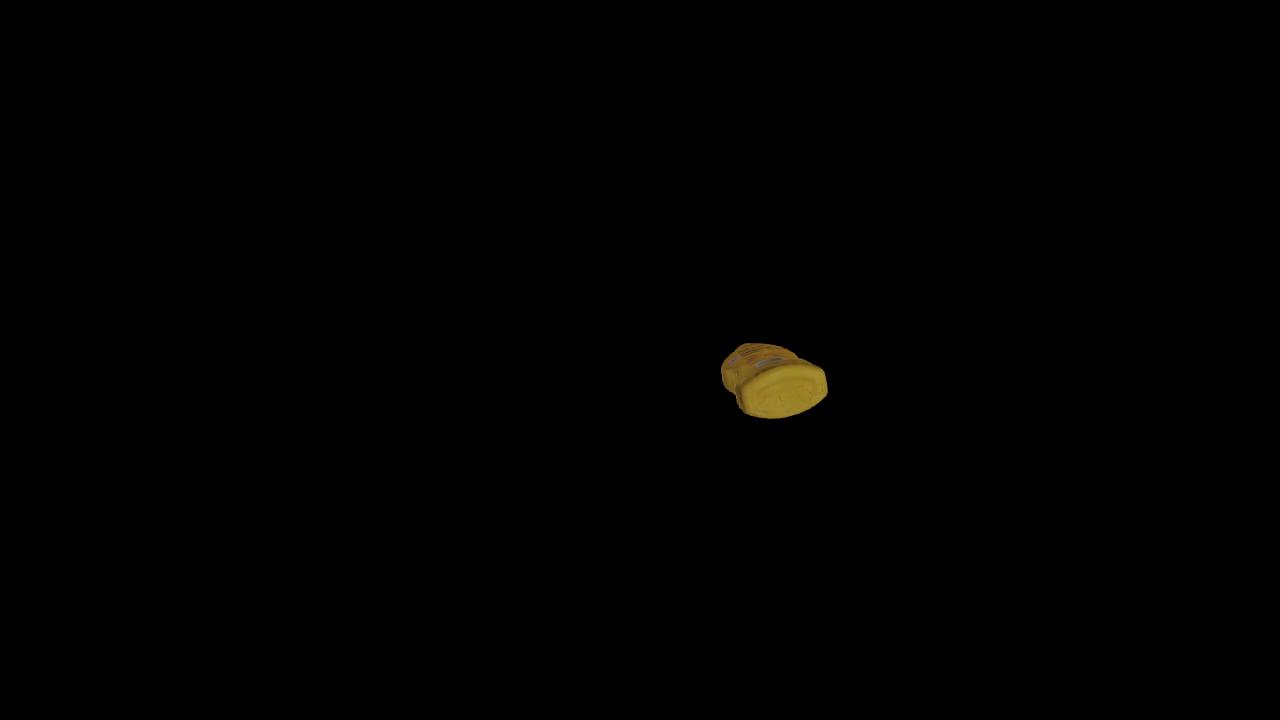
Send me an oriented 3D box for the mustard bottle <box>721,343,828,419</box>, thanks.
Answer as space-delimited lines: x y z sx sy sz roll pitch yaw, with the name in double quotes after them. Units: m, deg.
0.139 0.013 0.699 0.092 0.054 0.184 -19 13 0 "mustard bottle"
